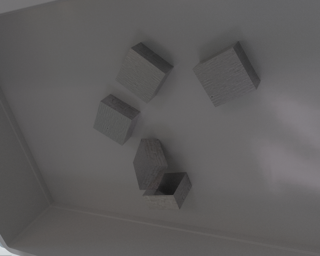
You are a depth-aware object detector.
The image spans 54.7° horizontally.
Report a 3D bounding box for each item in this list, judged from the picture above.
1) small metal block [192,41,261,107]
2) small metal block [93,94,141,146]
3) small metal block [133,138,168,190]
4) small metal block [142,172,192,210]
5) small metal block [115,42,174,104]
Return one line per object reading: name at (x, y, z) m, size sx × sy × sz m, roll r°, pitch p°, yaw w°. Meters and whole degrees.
small metal block at (0.072, -0.057, 0.335) m, size 0.050 × 0.025 × 0.050 m, roll -24°, pitch 106°, yaw 36°
small metal block at (-0.061, -0.011, 0.434) m, size 0.050 × 0.025 × 0.050 m, roll 31°, pitch 128°, yaw 8°
small metal block at (-0.015, 0.050, 0.429) m, size 0.025 × 0.050 × 0.050 m, roll 3°, pitch 131°, yaw -22°
small metal block at (0.011, 0.089, 0.442) m, size 0.050 × 0.050 × 0.025 m, roll -9°, pitch 115°, yaw 32°
small metal block at (-0.020, -0.067, 0.378) m, size 0.050 × 0.025 × 0.050 m, roll 37°, pitch 129°, yaw 3°
